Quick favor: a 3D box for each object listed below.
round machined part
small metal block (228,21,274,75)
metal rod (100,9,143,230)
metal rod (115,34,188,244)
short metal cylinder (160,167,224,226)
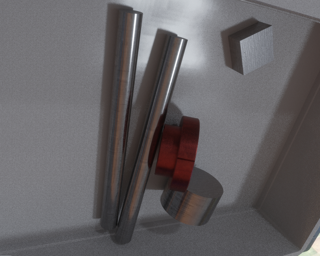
[{"bbox_3d":[0.020,0.031,0.403,0.042,0.098,0.097,11,117,0],"label":"round machined part"},{"bbox_3d":[0.122,-0.106,0.412,0.050,0.025,0.050,-28,128,-11],"label":"small metal block"},{"bbox_3d":[-0.052,0.010,0.387,0.025,0.025,0.298,-5,121,-26],"label":"metal rod"},{"bbox_3d":[-0.017,0.029,0.409,0.025,0.025,0.298,3,114,-30],"label":"metal rod"},{"bbox_3d":[0.047,0.098,0.462,0.081,0.080,0.050,8,115,-32],"label":"short metal cylinder"}]
